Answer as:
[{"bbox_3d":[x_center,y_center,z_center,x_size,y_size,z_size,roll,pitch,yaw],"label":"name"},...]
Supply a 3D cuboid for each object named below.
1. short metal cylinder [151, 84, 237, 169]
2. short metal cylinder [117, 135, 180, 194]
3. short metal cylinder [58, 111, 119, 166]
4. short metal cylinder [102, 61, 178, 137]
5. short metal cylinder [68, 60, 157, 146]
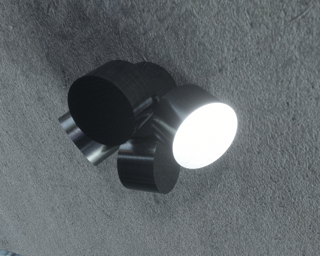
[{"bbox_3d":[0.037,-0.002,0.343,0.050,0.081,0.079,46,143,49],"label":"short metal cylinder"},{"bbox_3d":[-0.012,0.043,0.403,0.050,0.080,0.079,2,119,27],"label":"short metal cylinder"},{"bbox_3d":[-0.089,0.004,0.414,0.080,0.050,0.080,51,172,11],"label":"short metal cylinder"},{"bbox_3d":[-0.023,-0.036,0.381,0.080,0.050,0.079,13,124,20],"label":"short metal cylinder"},{"bbox_3d":[-0.051,-0.027,0.335,0.080,0.050,0.079,13,124,20],"label":"short metal cylinder"}]
